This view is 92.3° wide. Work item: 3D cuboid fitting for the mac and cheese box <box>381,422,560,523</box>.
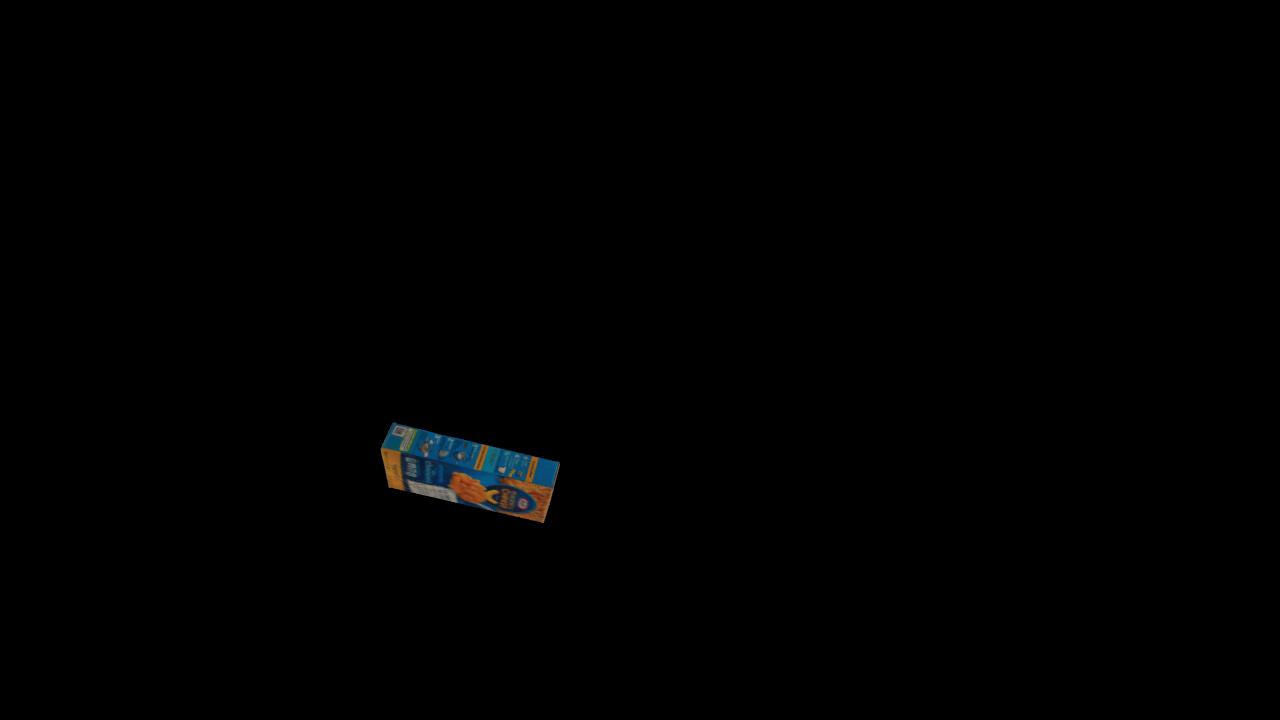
[{"bbox_3d":[-0.188,0.129,0.688,0.184,0.041,0.093,14,-41,-5],"label":"mac and cheese box"}]
